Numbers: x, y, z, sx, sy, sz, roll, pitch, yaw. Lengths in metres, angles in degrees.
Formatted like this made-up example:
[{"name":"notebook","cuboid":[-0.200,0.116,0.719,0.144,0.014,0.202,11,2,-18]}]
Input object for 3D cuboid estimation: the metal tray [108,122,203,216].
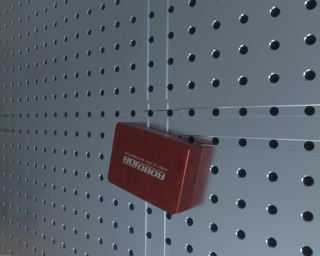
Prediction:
[{"name":"metal tray","cuboid":[-0.012,0.049,0.417,0.130,0.030,0.089,17,101,38]}]
